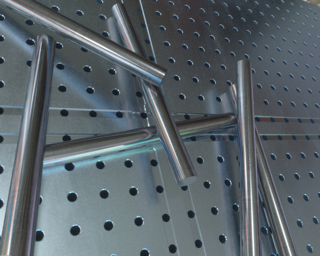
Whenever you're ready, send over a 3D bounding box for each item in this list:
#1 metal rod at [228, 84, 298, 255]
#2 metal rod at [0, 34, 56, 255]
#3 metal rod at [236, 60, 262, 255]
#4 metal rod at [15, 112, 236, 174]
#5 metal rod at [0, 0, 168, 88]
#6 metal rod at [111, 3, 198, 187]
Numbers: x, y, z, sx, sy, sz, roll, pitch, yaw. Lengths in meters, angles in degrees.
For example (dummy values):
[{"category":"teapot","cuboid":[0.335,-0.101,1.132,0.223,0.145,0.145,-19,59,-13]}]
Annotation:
[{"category":"metal rod","cuboid":[0.147,0.065,0.446,0.025,0.025,0.299,5,59,-26]},{"category":"metal rod","cuboid":[-0.125,0.008,0.305,0.025,0.025,0.300,9,48,-23]},{"category":"metal rod","cuboid":[0.122,0.030,0.434,0.025,0.025,0.300,16,61,-19]},{"category":"metal rod","cuboid":[-0.017,0.011,0.391,0.302,0.025,0.025,-10,67,-32]},{"category":"metal rod","cuboid":[-0.129,-0.132,0.389,0.301,0.025,0.025,28,52,1]},{"category":"metal rod","cuboid":[-0.017,-0.063,0.414,0.025,0.025,0.299,-3,56,-30]}]
